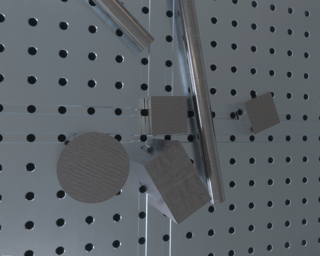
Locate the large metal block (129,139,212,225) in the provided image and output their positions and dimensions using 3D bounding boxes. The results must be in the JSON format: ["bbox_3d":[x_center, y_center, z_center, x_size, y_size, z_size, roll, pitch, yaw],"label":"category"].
[{"bbox_3d":[0.008,0.062,0.387,0.050,0.080,0.080,-32,101,-17],"label":"large metal block"}]

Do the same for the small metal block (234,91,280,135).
[{"bbox_3d":[0.147,-0.022,0.467,0.050,0.025,0.050,-22,98,-19],"label":"small metal block"}]

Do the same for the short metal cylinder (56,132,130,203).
[{"bbox_3d":[-0.082,0.044,0.370,0.081,0.050,0.079,0,90,-20],"label":"short metal cylinder"}]

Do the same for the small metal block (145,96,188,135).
[{"bbox_3d":[0.008,-0.017,0.416,0.050,0.025,0.050,-2,91,-20],"label":"small metal block"}]

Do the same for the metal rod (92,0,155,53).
[{"bbox_3d":[-0.119,-0.210,0.368,0.300,0.025,0.025,45,76,-15],"label":"metal rod"}]

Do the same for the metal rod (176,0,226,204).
[{"bbox_3d":[0.056,-0.043,0.433,0.025,0.025,0.298,-11,94,-20],"label":"metal rod"}]
